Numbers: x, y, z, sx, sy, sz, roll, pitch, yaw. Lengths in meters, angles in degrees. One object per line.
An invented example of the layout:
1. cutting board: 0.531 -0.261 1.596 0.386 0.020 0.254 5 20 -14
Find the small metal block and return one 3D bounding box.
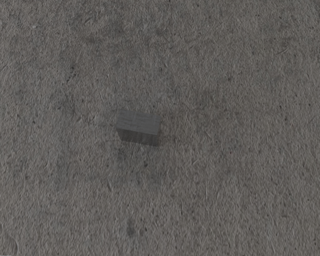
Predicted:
1. small metal block: -0.026 0.001 0.394 0.050 0.050 0.025 10 71 4
